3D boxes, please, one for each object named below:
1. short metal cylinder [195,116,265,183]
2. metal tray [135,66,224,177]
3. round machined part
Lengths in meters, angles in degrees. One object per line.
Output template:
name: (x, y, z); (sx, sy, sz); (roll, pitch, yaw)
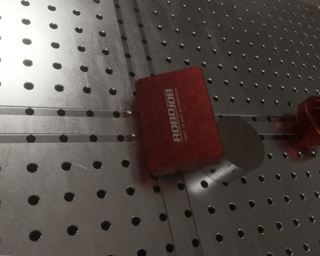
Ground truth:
short metal cylinder: (0.095, 0.030, 0.427); (0.081, 0.050, 0.080); (14, 56, -21)
metal tray: (0.022, -0.011, 0.395); (0.090, 0.030, 0.130); (-12, 63, 5)
round machined part: (0.284, -0.006, 0.558); (0.099, 0.042, 0.098); (14, 56, -21)
